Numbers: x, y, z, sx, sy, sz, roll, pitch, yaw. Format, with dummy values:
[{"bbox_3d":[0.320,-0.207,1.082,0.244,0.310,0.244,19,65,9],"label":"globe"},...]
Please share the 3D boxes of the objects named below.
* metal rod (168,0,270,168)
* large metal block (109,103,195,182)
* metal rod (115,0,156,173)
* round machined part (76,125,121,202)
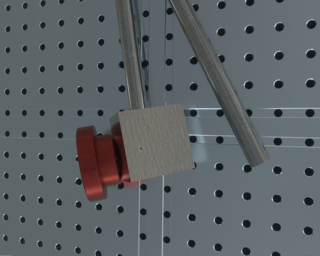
[{"bbox_3d":[0.058,-0.092,0.391,0.025,0.025,0.299,-27,81,17],"label":"metal rod"},{"bbox_3d":[-0.011,0.018,0.381,0.081,0.050,0.080,-9,86,-21],"label":"large metal block"},{"bbox_3d":[-0.037,-0.083,0.424,0.025,0.025,0.298,-9,87,19],"label":"metal rod"},{"bbox_3d":[-0.078,0.044,0.406,0.042,0.098,0.097,-10,86,-7],"label":"round machined part"}]
